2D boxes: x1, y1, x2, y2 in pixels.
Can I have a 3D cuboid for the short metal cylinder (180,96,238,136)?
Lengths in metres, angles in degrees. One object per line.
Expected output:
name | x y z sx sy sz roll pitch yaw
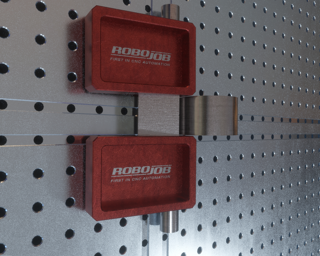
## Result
short metal cylinder | 0.065 -0.016 0.424 0.081 0.080 0.050 0 90 -40

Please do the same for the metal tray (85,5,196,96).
metal tray | -0.020 -0.085 0.366 0.131 0.030 0.089 0 90 -28

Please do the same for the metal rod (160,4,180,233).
metal rod | 0.013 -0.013 0.415 0.025 0.025 0.298 0 90 -40

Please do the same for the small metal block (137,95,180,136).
small metal block | -0.003 -0.015 0.388 0.050 0.025 0.050 1 90 -9

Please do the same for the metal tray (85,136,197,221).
metal tray | -0.019 0.054 0.367 0.131 0.030 0.089 0 90 -28
